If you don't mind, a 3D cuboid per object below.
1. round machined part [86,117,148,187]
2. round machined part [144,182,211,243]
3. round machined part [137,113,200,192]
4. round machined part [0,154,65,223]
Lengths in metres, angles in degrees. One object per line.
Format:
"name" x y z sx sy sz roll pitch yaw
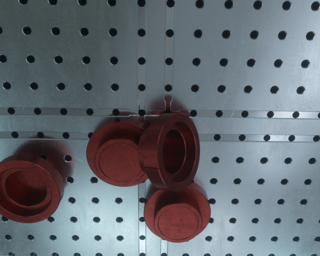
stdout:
"round machined part" -0.050 0.038 0.418 0.099 0.042 0.097 0 110 -1
"round machined part" 0.025 0.127 0.452 0.099 0.042 0.097 0 110 -1
"round machined part" 0.009 0.030 0.395 0.042 0.099 0.097 -1 115 36
"round machined part" -0.182 0.080 0.431 0.099 0.042 0.097 0 110 -1
